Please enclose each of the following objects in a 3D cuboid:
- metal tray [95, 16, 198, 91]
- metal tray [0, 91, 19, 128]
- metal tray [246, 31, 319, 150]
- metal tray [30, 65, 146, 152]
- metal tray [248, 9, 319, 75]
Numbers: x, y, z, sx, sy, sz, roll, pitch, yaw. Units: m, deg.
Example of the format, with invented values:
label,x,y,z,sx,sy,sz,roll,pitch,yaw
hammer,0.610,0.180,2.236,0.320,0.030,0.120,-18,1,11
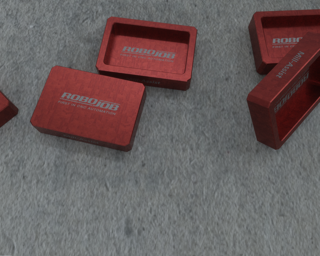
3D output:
label,x,y,z,sx,sy,sz,roll,pitch,yaw
metal tray,-0.017,-0.107,0.444,0.131,0.030,0.090,8,70,2
metal tray,-0.270,-0.014,0.407,0.090,0.030,0.130,43,75,14
metal tray,0.168,-0.046,0.391,0.130,0.090,0.030,-44,45,-14
metal tray,-0.092,-0.027,0.414,0.131,0.030,0.090,12,70,4
metal tray,0.204,-0.127,0.454,0.131,0.030,0.090,-3,70,-2
